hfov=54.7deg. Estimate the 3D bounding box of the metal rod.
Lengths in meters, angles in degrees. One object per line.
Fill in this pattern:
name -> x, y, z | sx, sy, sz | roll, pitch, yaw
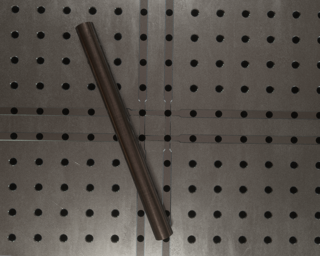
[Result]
metal rod -> -0.047, 0.004, 0.412 | 0.025, 0.025, 0.299 | -21, 90, 0
